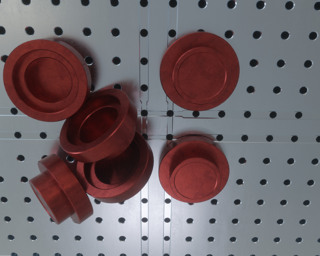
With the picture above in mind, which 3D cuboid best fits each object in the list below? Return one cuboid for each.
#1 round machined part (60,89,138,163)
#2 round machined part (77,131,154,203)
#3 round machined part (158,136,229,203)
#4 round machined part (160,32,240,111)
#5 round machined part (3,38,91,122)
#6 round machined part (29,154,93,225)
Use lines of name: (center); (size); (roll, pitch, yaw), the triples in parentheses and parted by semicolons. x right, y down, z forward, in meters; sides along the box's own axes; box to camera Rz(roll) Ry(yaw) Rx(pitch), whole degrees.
round machined part: (-0.070, 0.002, 0.380); (0.098, 0.098, 0.042); (-28, 132, 10)
round machined part: (-0.054, 0.050, 0.403); (0.098, 0.098, 0.042); (-21, 144, 7)
round machined part: (0.047, 0.063, 0.428); (0.099, 0.042, 0.097); (0, 110, 0)
round machined part: (0.049, -0.067, 0.380); (0.099, 0.042, 0.097); (0, 110, 0)
round machined part: (-0.133, -0.060, 0.381); (0.099, 0.042, 0.097); (0, 110, 0)
round machined part: (-0.133, 0.085, 0.403); (0.042, 0.098, 0.098); (-34, 112, -29)
